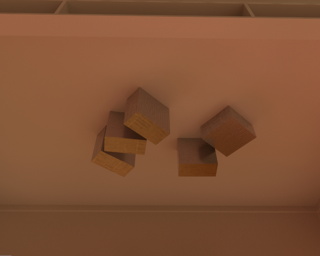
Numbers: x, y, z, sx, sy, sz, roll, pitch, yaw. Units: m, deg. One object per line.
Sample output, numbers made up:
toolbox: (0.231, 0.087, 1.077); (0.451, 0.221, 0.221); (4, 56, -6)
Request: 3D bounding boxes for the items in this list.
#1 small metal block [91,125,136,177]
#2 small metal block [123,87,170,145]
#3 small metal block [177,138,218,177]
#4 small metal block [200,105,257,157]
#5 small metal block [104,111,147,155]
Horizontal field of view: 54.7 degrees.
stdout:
small metal block: (-0.061, 0.031, 0.418); (0.050, 0.050, 0.025); (30, 124, -23)
small metal block: (-0.015, -0.015, 0.380); (0.050, 0.050, 0.025); (35, 122, -26)
small metal block: (0.050, 0.040, 0.427); (0.050, 0.050, 0.025); (0, 130, 0)
small metal block: (0.091, 0.005, 0.414); (0.050, 0.025, 0.050); (35, 122, -26)
small metal block: (-0.042, 0.006, 0.397); (0.050, 0.050, 0.025); (6, 130, -5)
